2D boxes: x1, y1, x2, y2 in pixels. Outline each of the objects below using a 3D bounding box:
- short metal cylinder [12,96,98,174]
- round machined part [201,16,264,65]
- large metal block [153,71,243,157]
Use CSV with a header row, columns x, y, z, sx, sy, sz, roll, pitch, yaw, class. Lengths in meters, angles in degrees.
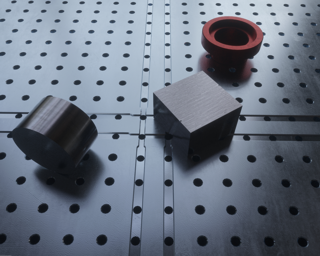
x,y,z,sx,sy,sz,roll,pitch,yaw,class
-0.121,0.010,0.362,0.080,0.080,0.050,17,52,13,short metal cylinder
0.118,-0.142,0.518,0.099,0.042,0.098,0,50,0,round machined part
0.047,-0.021,0.410,0.081,0.050,0.080,-27,55,-21,large metal block
